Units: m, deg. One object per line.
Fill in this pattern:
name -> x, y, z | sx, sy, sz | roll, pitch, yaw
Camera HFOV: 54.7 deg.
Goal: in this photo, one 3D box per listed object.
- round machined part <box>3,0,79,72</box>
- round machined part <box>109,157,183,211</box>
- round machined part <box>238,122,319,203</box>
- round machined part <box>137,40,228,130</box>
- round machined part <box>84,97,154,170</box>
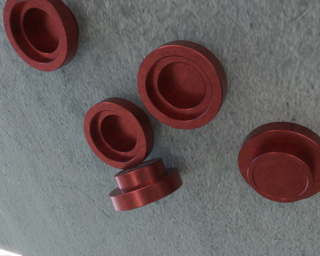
round machined part -> -0.144, -0.125, 0.392 | 0.098, 0.042, 0.097 | 13, 124, 20
round machined part -> -0.023, 0.071, 0.417 | 0.098, 0.099, 0.042 | -20, 91, 35
round machined part -> 0.138, 0.045, 0.351 | 0.098, 0.042, 0.097 | 13, 124, 20
round machined part -> 0.028, -0.050, 0.349 | 0.098, 0.042, 0.097 | 13, 124, 20
round machined part -> -0.051, 0.004, 0.420 | 0.098, 0.042, 0.097 | 12, 119, 23
